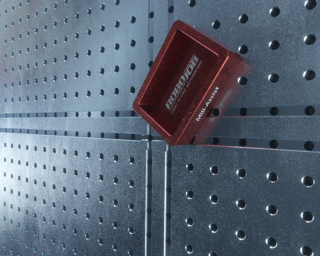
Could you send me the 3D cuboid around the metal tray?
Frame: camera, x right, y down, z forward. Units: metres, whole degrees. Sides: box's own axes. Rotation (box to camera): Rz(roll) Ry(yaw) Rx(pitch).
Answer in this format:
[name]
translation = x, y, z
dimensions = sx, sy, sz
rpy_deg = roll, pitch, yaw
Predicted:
[metal tray]
translation = 0.027, -0.054, 0.384
dimensions = 0.090, 0.030, 0.129
rpy_deg = 44, 116, 31
